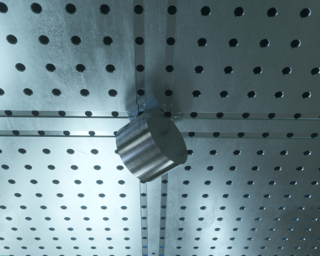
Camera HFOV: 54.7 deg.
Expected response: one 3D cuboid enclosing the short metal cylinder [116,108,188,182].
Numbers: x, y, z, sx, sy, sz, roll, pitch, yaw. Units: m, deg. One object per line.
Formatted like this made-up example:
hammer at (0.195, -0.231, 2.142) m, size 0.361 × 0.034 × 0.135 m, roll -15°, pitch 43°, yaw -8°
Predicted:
short metal cylinder at (-0.009, 0.021, 0.393) m, size 0.050 × 0.080 × 0.080 m, roll -33°, pitch 123°, yaw 24°
